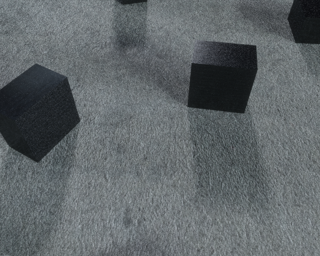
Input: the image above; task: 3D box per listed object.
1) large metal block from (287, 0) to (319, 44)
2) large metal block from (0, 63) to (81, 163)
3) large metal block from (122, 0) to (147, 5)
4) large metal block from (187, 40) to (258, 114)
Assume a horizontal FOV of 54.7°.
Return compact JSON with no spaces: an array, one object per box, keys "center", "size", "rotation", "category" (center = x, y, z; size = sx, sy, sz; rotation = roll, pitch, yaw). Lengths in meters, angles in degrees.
[{"center":[0.283,-0.194,0.552],"size":[0.080,0.050,0.080],"rotation":[4,50,3],"category":"large metal block"},{"center":[-0.152,-0.018,0.382],"size":[0.050,0.080,0.080],"rotation":[25,54,19],"category":"large metal block"},{"center":[-0.060,-0.310,0.628],"size":[0.050,0.080,0.080],"rotation":[-11,51,-9],"category":"large metal block"},{"center":[0.083,-0.069,0.426],"size":[0.080,0.080,0.050],"rotation":[7,51,6],"category":"large metal block"}]
